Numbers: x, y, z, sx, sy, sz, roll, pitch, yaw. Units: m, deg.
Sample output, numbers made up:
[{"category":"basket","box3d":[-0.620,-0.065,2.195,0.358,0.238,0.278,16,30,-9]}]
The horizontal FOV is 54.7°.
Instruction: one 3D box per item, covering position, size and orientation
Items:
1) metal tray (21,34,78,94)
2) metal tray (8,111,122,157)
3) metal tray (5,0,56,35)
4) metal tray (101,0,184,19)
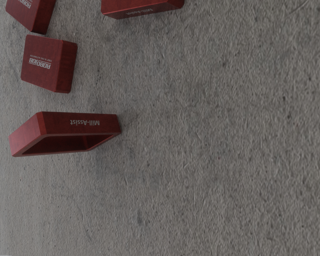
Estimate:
[{"category":"metal tray","box3d":[-0.209,-0.121,0.574,0.130,0.030,0.089,20,103,38]},{"category":"metal tray","box3d":[-0.133,0.009,0.446,0.090,0.131,0.030,-28,73,37]},{"category":"metal tray","box3d":[-0.258,-0.252,0.615,0.130,0.030,0.089,39,114,33]},{"category":"metal tray","box3d":[-0.025,-0.204,0.422,0.130,0.030,0.089,8,95,39]}]
